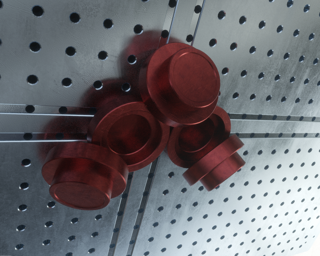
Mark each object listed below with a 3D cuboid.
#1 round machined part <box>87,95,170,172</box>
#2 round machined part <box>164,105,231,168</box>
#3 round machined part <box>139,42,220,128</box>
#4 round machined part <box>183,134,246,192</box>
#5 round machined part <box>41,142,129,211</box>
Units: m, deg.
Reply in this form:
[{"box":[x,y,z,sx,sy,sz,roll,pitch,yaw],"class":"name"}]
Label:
[{"box":[-0.041,0.004,0.380,0.099,0.042,0.097,-14,125,-21],"class":"round machined part"},{"box":[0.045,0.004,0.429,0.099,0.042,0.097,-14,125,-21],"class":"round machined part"},{"box":[0.029,-0.052,0.352,0.099,0.042,0.098,6,78,-28],"class":"round machined part"},{"box":[0.084,0.055,0.447,0.098,0.042,0.098,-36,167,-9],"class":"round machined part"},{"box":[-0.088,0.062,0.361,0.099,0.042,0.097,3,140,3],"class":"round machined part"}]
